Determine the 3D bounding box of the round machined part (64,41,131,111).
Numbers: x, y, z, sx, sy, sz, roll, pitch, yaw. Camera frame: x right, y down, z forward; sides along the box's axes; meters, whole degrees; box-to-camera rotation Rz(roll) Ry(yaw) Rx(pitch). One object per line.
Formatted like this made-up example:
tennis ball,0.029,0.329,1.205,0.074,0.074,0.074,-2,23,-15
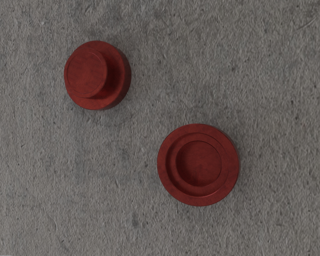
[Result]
round machined part,-0.094,-0.074,0.433,0.098,0.042,0.097,0,90,20

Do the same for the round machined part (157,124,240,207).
round machined part,0.049,0.043,0.382,0.098,0.042,0.097,0,90,20
